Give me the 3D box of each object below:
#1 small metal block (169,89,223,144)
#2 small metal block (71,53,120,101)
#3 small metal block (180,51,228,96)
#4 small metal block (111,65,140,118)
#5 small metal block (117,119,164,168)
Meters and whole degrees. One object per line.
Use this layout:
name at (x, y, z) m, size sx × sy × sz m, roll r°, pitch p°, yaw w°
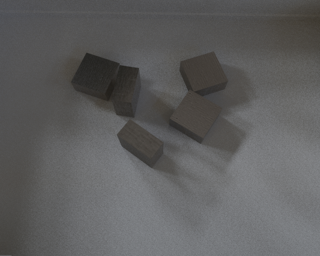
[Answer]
small metal block at (0.047, -0.015, 0.415) m, size 0.050 × 0.025 × 0.050 m, roll 32°, pitch 73°, yaw 11°
small metal block at (-0.088, -0.072, 0.435) m, size 0.050 × 0.025 × 0.050 m, roll 19°, pitch 71°, yaw 7°
small metal block at (0.061, -0.074, 0.437) m, size 0.050 × 0.025 × 0.050 m, roll -18°, pitch 71°, yaw -7°
small metal block at (-0.044, -0.048, 0.413) m, size 0.025 × 0.050 × 0.050 m, roll 9°, pitch 70°, yaw 3°
small metal block at (-0.023, 0.021, 0.388) m, size 0.050 × 0.050 × 0.025 m, roll 35°, pitch 74°, yaw 12°
